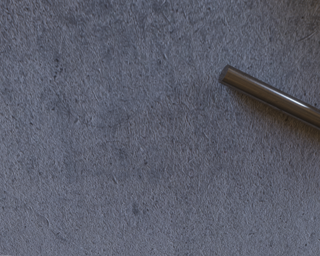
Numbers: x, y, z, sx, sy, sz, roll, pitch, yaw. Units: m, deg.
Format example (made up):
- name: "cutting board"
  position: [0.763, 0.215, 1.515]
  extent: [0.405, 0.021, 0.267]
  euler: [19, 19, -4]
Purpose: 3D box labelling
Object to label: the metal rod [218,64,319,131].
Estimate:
- name: "metal rod"
  position: [0.215, -0.008, 0.408]
  extent: [0.301, 0.025, 0.025]
  euler: [24, 108, -9]
